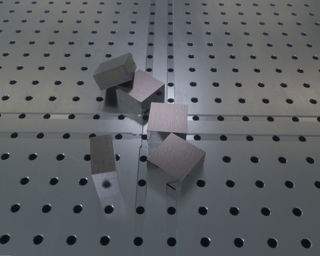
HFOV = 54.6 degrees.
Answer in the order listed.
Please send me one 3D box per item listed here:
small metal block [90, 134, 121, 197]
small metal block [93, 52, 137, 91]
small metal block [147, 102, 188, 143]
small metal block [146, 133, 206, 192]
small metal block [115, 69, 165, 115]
[{"bbox_3d":[-0.063,0.044,0.355,0.025,0.050,0.050,-8,51,-7],"label":"small metal block"},{"bbox_3d":[-0.065,-0.084,0.458,0.050,0.025,0.050,-17,29,14],"label":"small metal block"},{"bbox_3d":[0.011,-0.006,0.413,0.050,0.025,0.050,4,50,3],"label":"small metal block"},{"bbox_3d":[0.019,0.040,0.374,0.050,0.025,0.050,30,56,23],"label":"small metal block"},{"bbox_3d":[-0.028,-0.054,0.453,0.050,0.025,0.050,33,57,25],"label":"small metal block"}]
